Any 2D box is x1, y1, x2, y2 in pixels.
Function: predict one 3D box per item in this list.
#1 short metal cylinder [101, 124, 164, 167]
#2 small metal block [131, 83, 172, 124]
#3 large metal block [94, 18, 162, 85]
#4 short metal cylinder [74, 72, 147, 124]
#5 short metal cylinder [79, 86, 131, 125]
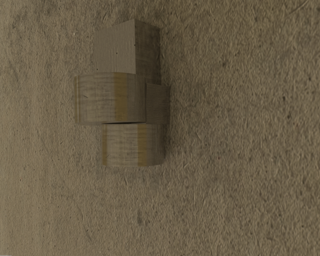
[{"bbox_3d":[-0.035,0.020,0.401,0.080,0.081,0.050,0,90,40],"label":"short metal cylinder"},{"bbox_3d":[-0.010,-0.030,0.401,0.025,0.050,0.050,1,91,40],"label":"small metal block"},{"bbox_3d":[-0.045,-0.095,0.429,0.080,0.050,0.080,-2,89,40],"label":"large metal block"},{"bbox_3d":[-0.056,-0.031,0.352,0.080,0.081,0.050,-3,89,40],"label":"short metal cylinder"},{"bbox_3d":[-0.071,-0.030,0.430,0.080,0.081,0.050,-3,89,40],"label":"short metal cylinder"}]
